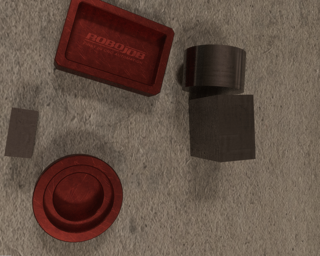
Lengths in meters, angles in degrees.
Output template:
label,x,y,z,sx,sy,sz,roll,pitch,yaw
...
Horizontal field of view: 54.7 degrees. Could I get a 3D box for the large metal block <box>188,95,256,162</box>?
label,x,y,z,sx,sy,sz,roll,pitch,yaw
large metal block,0.079,-0.001,0.410,0.050,0.080,0.079,-3,91,-20

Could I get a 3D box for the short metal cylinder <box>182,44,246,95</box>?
label,x,y,z,sx,sy,sz,roll,pitch,yaw
short metal cylinder,0.071,-0.074,0.407,0.081,0.080,0.050,4,89,-20

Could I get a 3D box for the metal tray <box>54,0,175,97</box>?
label,x,y,z,sx,sy,sz,roll,pitch,yaw
metal tray,-0.055,-0.099,0.386,0.131,0.030,0.090,15,85,-20

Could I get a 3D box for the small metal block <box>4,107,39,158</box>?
label,x,y,z,sx,sy,sz,roll,pitch,yaw
small metal block,-0.151,0.005,0.340,0.025,0.050,0.050,8,87,-20

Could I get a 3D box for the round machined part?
label,x,y,z,sx,sy,sz,roll,pitch,yaw
round machined part,-0.097,0.079,0.365,0.099,0.042,0.097,0,90,-21
